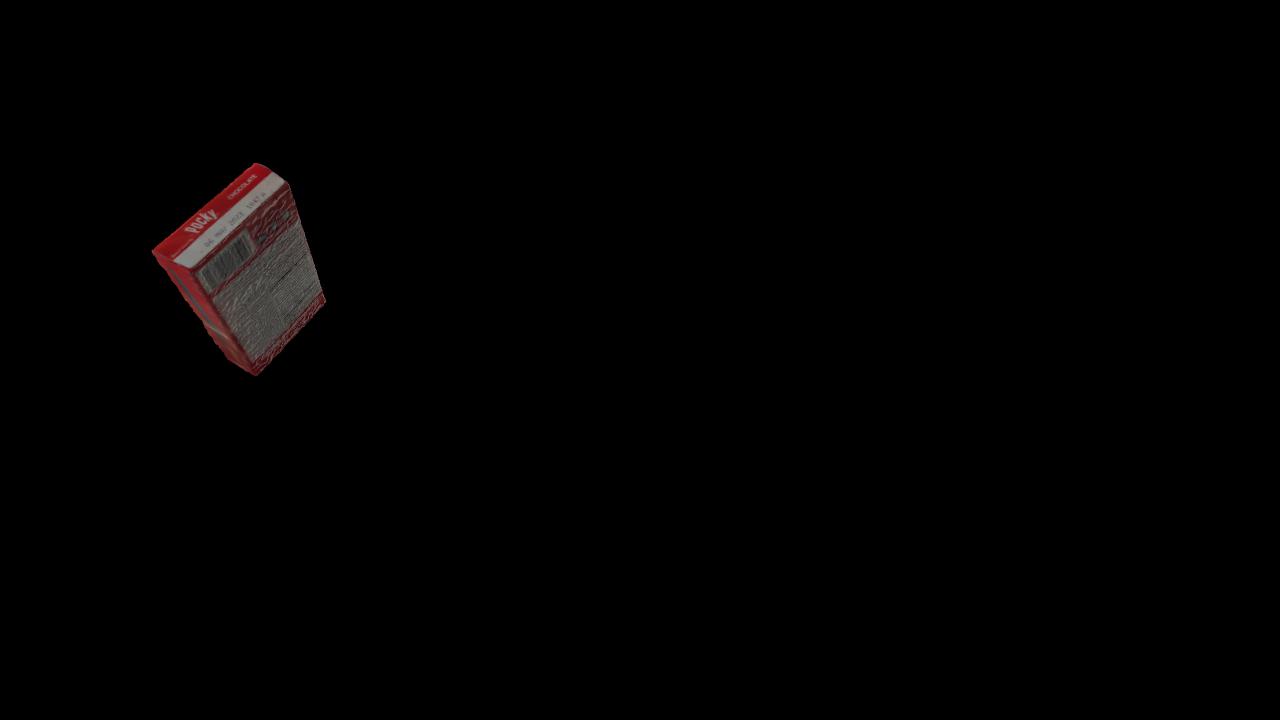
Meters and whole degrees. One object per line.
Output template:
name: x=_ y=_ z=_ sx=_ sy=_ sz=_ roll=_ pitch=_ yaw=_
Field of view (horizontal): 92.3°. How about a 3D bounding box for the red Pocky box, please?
red Pocky box: x=-0.264 y=-0.054 z=0.422 sx=0.028 sy=0.083 sz=0.155 roll=30 pitch=-30 yaw=-4
